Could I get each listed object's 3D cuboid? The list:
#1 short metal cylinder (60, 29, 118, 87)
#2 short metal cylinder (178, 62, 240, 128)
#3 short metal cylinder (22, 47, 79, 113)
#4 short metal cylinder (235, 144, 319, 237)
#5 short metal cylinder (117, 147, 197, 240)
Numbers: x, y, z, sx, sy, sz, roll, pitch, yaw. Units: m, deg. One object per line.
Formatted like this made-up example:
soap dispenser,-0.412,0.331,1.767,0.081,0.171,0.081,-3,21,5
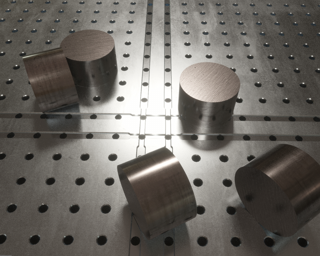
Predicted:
short metal cylinder,-0.109,-0.109,0.482,0.081,0.050,0.080,0,50,0
short metal cylinder,0.066,-0.047,0.432,0.081,0.050,0.080,0,50,0
short metal cylinder,-0.148,-0.066,0.425,0.050,0.080,0.080,-19,53,-15
short metal cylinder,0.125,0.063,0.321,0.050,0.080,0.080,-28,56,-21
short metal cylinder,-0.005,0.065,0.317,0.050,0.080,0.080,-21,54,-17
